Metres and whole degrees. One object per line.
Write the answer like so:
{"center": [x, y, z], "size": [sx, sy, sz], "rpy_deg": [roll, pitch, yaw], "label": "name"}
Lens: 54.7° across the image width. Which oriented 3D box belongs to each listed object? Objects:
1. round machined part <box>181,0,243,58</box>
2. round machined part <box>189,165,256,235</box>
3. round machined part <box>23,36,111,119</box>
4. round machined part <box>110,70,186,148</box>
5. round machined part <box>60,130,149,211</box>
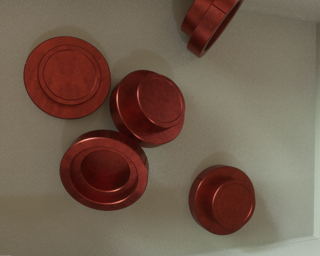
{"center": [0.063, -0.143, 0.398], "size": [0.042, 0.098, 0.098], "rpy_deg": [38, 77, 4], "label": "round machined part"}
{"center": [0.094, 0.103, 0.436], "size": [0.099, 0.042, 0.097], "rpy_deg": [0, 90, -20], "label": "round machined part"}
{"center": [-0.106, -0.059, 0.362], "size": [0.099, 0.042, 0.097], "rpy_deg": [0, 90, -20], "label": "round machined part"}
{"center": [-0.008, -0.027, 0.381], "size": [0.099, 0.042, 0.098], "rpy_deg": [13, 66, -31], "label": "round machined part"}
{"center": [-0.062, 0.045, 0.363], "size": [0.099, 0.042, 0.097], "rpy_deg": [1, 115, 1], "label": "round machined part"}
